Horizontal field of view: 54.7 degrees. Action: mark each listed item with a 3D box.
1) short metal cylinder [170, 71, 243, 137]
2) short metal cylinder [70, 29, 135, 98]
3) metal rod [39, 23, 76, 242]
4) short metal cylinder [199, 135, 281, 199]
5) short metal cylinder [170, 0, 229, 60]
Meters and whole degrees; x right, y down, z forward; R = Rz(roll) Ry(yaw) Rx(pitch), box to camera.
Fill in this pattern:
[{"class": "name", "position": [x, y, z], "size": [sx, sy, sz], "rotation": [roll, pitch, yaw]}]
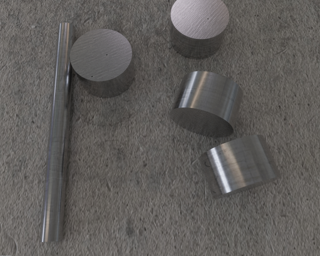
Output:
[{"class": "short metal cylinder", "position": [0.059, -0.028, 0.390], "size": [0.080, 0.080, 0.050], "rotation": [18, 71, 6]}, {"class": "short metal cylinder", "position": [-0.077, -0.088, 0.426], "size": [0.081, 0.050, 0.080], "rotation": [0, 70, 0]}, {"class": "metal rod", "position": [-0.132, -0.009, 0.410], "size": [0.025, 0.025, 0.299], "rotation": [-2, 70, -1]}, {"class": "short metal cylinder", "position": [0.092, 0.047, 0.363], "size": [0.081, 0.080, 0.050], "rotation": [-16, 71, -6]}, {"class": "short metal cylinder", "position": [0.055, -0.147, 0.449], "size": [0.081, 0.050, 0.080], "rotation": [0, 70, 0]}]
